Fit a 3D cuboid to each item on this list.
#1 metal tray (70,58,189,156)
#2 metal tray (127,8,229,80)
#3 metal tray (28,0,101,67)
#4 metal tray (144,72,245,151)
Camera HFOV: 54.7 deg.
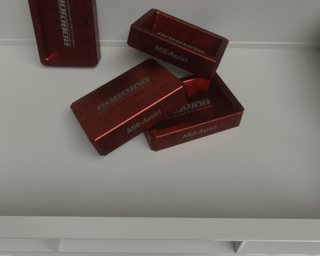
[{"bbox_3d":[-0.040,-0.032,0.399,0.131,0.030,0.090,-33,45,-10],"label":"metal tray"},{"bbox_3d":[0.029,-0.126,0.454,0.131,0.030,0.090,24,40,4],"label":"metal tray"},{"bbox_3d":[-0.142,-0.160,0.467,0.091,0.129,0.030,1,32,0],"label":"metal tray"},{"bbox_3d":[0.035,-0.027,0.425,0.131,0.030,0.090,-16,52,-14],"label":"metal tray"}]
